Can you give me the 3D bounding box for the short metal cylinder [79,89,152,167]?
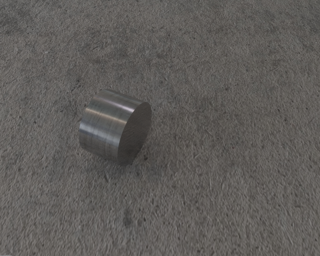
[{"bbox_3d":[-0.051,-0.001,0.368,0.050,0.080,0.080,21,53,16],"label":"short metal cylinder"}]
